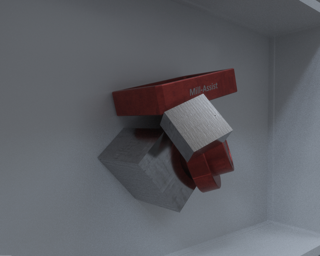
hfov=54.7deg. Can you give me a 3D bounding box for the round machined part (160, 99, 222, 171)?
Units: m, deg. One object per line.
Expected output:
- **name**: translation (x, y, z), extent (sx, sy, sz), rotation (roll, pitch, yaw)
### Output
- **round machined part**: translation (0.038, 0.009, 0.430), extent (0.099, 0.042, 0.097), rotation (0, 90, -40)

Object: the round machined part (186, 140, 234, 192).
- **round machined part**: translation (0.058, 0.024, 0.369), extent (0.098, 0.042, 0.097), rotation (-19, 90, -76)

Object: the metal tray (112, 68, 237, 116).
- **metal tray**: translation (0.020, -0.045, 0.380), extent (0.131, 0.090, 0.030), rotation (-19, 103, -39)

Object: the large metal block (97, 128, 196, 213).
- **large metal block**: translation (-0.012, 0.046, 0.361), extent (0.050, 0.080, 0.080), rotation (-52, 121, -28)

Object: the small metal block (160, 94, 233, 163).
- **small metal block**: translation (0.036, -0.001, 0.317), extent (0.050, 0.025, 0.050), rotation (-27, 69, -24)
